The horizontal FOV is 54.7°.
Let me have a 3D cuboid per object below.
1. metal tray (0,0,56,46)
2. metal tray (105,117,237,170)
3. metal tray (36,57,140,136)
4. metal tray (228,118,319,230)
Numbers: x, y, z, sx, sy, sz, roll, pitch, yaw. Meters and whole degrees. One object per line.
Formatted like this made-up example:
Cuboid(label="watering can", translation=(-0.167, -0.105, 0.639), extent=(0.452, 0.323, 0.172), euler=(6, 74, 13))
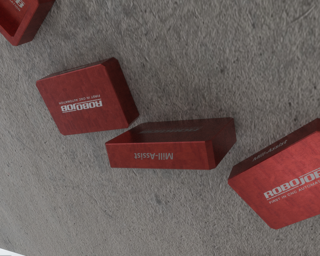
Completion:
Cuboid(label="metal tray", translation=(-0.206, -0.184, 0.398), extent=(0.130, 0.030, 0.090), euler=(48, 129, -6))
Cuboid(label="metal tray", translation=(0.014, 0.017, 0.364), extent=(0.130, 0.091, 0.030), euler=(-3, 105, 29))
Cuboid(label="metal tray", translation=(-0.103, -0.040, 0.433), extent=(0.130, 0.030, 0.090), euler=(-6, 115, 31))
Cuboid(label="metal tray", translation=(0.156, 0.058, 0.357), extent=(0.090, 0.030, 0.129), euler=(46, 129, -4))
